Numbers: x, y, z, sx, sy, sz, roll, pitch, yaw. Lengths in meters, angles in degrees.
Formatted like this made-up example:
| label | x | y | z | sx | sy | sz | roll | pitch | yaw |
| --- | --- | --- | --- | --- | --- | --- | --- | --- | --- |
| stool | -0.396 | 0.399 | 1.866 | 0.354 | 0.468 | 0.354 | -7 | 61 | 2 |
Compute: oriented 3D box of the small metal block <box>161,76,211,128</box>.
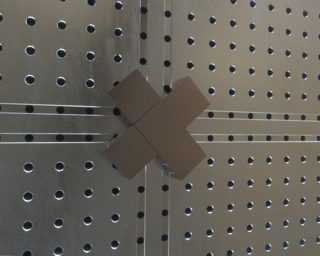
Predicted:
| label | x | y | z | sx | sy | sz | roll | pitch | yaw |
| --- | --- | --- | --- | --- | --- | --- | --- | --- | --- |
| small metal block | 0.032 | -0.035 | 0.425 | 0.050 | 0.025 | 0.050 | -43 | 104 | -15 |

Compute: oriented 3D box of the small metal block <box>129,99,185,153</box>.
| label | x | y | z | sx | sy | sz | roll | pitch | yaw |
| --- | --- | --- | --- | --- | --- | --- | --- | --- | --- |
| small metal block | -0.004 | -0.002 | 0.411 | 0.050 | 0.025 | 0.050 | -43 | 104 | -15 |

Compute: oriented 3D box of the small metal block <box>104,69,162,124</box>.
| label | x | y | z | sx | sy | sz | roll | pitch | yaw |
| --- | --- | --- | --- | --- | --- | --- | --- | --- | --- |
| small metal block | -0.035 | -0.040 | 0.400 | 0.050 | 0.025 | 0.050 | -43 | 104 | -15 |

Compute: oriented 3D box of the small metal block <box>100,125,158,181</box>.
| label | x | y | z | sx | sy | sz | roll | pitch | yaw |
| --- | --- | --- | --- | --- | --- | --- | --- | --- | --- |
| small metal block | -0.040 | 0.031 | 0.399 | 0.050 | 0.025 | 0.050 | -43 | 104 | -15 |

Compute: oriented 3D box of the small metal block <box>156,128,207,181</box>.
| label | x | y | z | sx | sy | sz | roll | pitch | yaw |
| --- | --- | --- | --- | --- | --- | --- | --- | --- | --- |
| small metal block | 0.027 | 0.035 | 0.424 | 0.050 | 0.025 | 0.050 | -43 | 104 | -15 |
